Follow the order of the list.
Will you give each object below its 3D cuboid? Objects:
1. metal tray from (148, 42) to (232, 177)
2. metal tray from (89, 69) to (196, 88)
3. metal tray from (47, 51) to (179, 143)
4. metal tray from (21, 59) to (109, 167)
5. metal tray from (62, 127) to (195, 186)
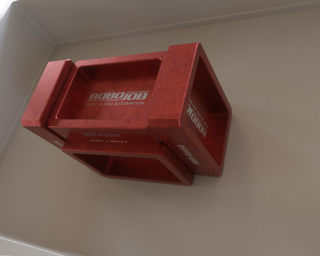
[{"bbox_3d":[0.039,-0.013,0.323,0.030,0.130,0.090,1,63,29],"label":"metal tray"},{"bbox_3d":[-0.013,-0.046,0.395,0.130,0.090,0.030,0,63,29],"label":"metal tray"},{"bbox_3d":[-0.049,-0.033,0.330,0.130,0.030,0.090,1,62,28],"label":"metal tray"},{"bbox_3d":[-0.103,-0.014,0.399,0.030,0.130,0.090,1,63,29],"label":"metal tray"},{"bbox_3d":[-0.034,0.033,0.358,0.130,0.090,0.030,0,62,28],"label":"metal tray"}]
